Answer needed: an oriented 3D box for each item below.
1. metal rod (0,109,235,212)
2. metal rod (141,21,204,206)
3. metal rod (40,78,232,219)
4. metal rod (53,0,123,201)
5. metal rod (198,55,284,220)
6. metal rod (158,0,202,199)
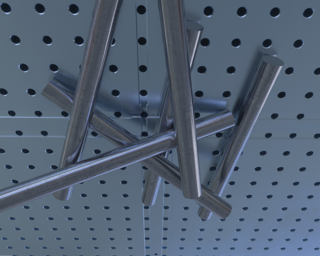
[{"bbox_3d":[-0.049,0.037,0.378,0.302,0.025,0.025,-19,130,-9],"label":"metal rod"},{"bbox_3d":[0.008,0.006,0.416,0.025,0.025,0.298,8,130,-7],"label":"metal rod"},{"bbox_3d":[-0.019,0.036,0.412,0.301,0.025,0.025,37,121,-17],"label":"metal rod"},{"bbox_3d":[-0.082,-0.036,0.345,0.025,0.025,0.298,15,118,-12],"label":"metal rod"},{"bbox_3d":[0.102,0.036,0.442,0.025,0.025,0.298,7,130,-6],"label":"metal rod"},{"bbox_3d":[0.022,-0.047,0.332,0.025,0.025,0.298,-6,118,5],"label":"metal rod"}]
